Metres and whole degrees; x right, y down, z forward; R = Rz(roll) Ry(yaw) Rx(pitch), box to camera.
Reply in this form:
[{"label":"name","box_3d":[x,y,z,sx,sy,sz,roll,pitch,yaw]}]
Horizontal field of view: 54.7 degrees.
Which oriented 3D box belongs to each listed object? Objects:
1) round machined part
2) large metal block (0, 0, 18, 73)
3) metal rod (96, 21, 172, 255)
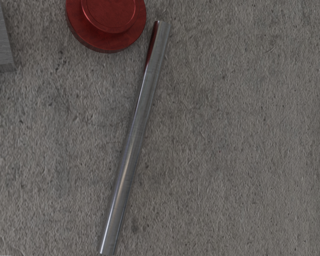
[{"label":"round machined part","box_3d":[-0.063,-0.144,0.376,0.099,0.042,0.097,0,90,-20]},{"label":"large metal block","box_3d":[-0.202,-0.097,0.321,0.081,0.050,0.080,-12,94,-20]},{"label":"metal rod","box_3d":[-0.031,0.009,0.397,0.025,0.025,0.299,15,85,-20]}]
